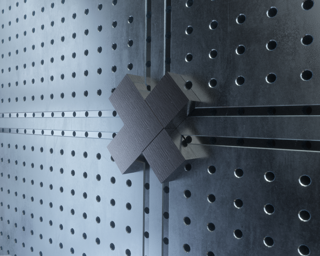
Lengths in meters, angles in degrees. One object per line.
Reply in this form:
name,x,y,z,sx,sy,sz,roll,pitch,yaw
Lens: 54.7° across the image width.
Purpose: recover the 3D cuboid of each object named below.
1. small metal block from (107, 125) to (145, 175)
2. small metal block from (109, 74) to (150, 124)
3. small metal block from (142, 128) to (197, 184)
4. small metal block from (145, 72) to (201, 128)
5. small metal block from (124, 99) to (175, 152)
small metal block,-0.043,0.030,0.443,0.050,0.025,0.050,-48,62,29
small metal block,-0.040,-0.040,0.440,0.050,0.025,0.050,-48,62,29
small metal block,0.011,0.035,0.398,0.050,0.025,0.050,-48,62,29
small metal block,0.015,-0.035,0.394,0.050,0.025,0.050,-48,62,29
small metal block,-0.015,-0.003,0.418,0.050,0.025,0.050,-48,62,29
